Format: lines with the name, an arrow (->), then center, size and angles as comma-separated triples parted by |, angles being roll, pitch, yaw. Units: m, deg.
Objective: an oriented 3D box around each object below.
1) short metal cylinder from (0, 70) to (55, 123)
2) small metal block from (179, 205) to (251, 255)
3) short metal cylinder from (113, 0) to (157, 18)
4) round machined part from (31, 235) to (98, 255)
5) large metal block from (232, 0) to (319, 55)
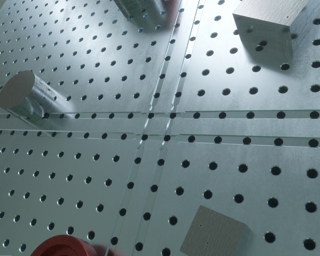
short metal cylinder -> -0.236, -0.055, 0.550 | 0.080, 0.050, 0.080 | -13, 56, 21
small metal block -> 0.056, 0.112, 0.310 | 0.050, 0.025, 0.050 | 16, 70, 34
short metal cylinder -> -0.049, -0.253, 0.574 | 0.080, 0.050, 0.080 | -13, 56, 21
round machined part -> -0.106, 0.174, 0.346 | 0.098, 0.042, 0.098 | -13, 56, 21
large metal block -> 0.156, -0.152, 0.404 | 0.080, 0.050, 0.080 | 31, 79, 38
